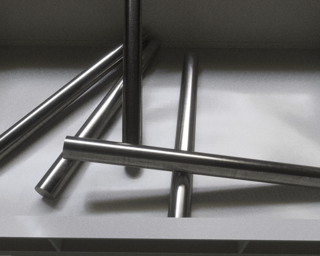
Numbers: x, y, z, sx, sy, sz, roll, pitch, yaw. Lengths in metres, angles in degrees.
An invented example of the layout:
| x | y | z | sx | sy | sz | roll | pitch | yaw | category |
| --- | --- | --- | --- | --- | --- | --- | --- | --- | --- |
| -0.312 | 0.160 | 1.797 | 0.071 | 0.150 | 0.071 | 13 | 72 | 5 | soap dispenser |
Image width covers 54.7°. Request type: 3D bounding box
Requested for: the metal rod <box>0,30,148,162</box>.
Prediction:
| x | y | z | sx | sy | sz | roll | pitch | yaw | category |
| --- | --- | --- | --- | --- | --- | --- | --- | --- | --- |
| -0.120 | -0.057 | 0.442 | 0.025 | 0.025 | 0.301 | 30 | 59 | 23 | metal rod |

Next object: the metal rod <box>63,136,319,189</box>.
| x | y | z | sx | sy | sz | roll | pitch | yaw | category |
| --- | --- | --- | --- | --- | --- | --- | --- | --- | --- |
| 0.049 | 0.040 | 0.342 | 0.302 | 0.025 | 0.025 | 8 | 50 | -6 | metal rod |

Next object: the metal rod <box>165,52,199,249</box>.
| x | y | z | sx | sy | sz | roll | pitch | yaw | category |
| --- | --- | --- | --- | --- | --- | --- | --- | --- | --- |
| 0.034 | 0.002 | 0.403 | 0.025 | 0.025 | 0.300 | 5 | 50 | 4 | metal rod |

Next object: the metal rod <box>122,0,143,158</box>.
| x | y | z | sx | sy | sz | roll | pitch | yaw | category |
| --- | --- | --- | --- | --- | --- | --- | --- | --- | --- |
| -0.036 | -0.104 | 0.409 | 0.025 | 0.025 | 0.299 | -1 | 76 | -1 | metal rod |

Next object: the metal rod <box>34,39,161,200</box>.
| x | y | z | sx | sy | sz | roll | pitch | yaw | category |
| --- | --- | --- | --- | --- | --- | --- | --- | --- | --- |
| -0.069 | -0.033 | 0.432 | 0.025 | 0.025 | 0.301 | 18 | 52 | 14 | metal rod |
